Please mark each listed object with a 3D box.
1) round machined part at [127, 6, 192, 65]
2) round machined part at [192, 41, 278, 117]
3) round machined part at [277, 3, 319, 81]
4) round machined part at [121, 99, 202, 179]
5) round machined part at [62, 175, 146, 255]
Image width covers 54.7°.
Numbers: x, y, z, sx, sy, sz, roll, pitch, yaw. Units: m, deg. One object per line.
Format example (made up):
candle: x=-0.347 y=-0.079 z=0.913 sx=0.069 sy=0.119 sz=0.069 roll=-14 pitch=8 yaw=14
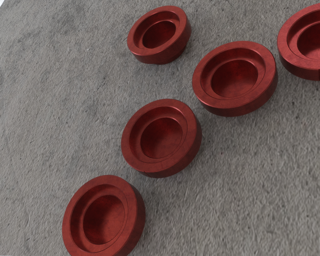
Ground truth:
round machined part: x=0.003 y=-0.137 z=0.476 sx=0.098 sy=0.042 sz=0.098 roll=-13 pitch=56 yaw=21
round machined part: x=0.093 y=-0.055 z=0.378 sx=0.098 sy=0.042 sz=0.098 roll=-13 pitch=56 yaw=21
round machined part: x=0.187 y=-0.092 z=0.351 sx=0.098 sy=0.042 sz=0.098 roll=-13 pitch=56 yaw=21
round machined part: x=0.005 y=0.016 z=0.381 sx=0.098 sy=0.042 sz=0.098 roll=-13 pitch=56 yaw=21
round machined part: x=-0.060 y=0.107 z=0.359 sx=0.098 sy=0.042 sz=0.098 roll=-13 pitch=56 yaw=21
